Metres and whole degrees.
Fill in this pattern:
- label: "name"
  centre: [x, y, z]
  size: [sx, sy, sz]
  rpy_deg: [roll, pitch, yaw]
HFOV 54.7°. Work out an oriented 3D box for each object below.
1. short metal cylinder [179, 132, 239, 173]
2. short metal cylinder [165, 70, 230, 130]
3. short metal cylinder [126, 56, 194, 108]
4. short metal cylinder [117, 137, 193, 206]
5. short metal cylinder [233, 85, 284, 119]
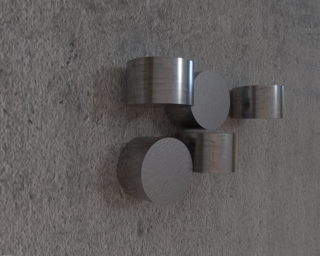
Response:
- label: "short metal cylinder"
  centre: [0.066, 0.031, 0.424]
  size: [0.081, 0.080, 0.050]
  rpy_deg: [1, 90, -40]
- label: "short metal cylinder"
  centre: [0.052, -0.037, 0.432]
  size: [0.081, 0.050, 0.080]
  rpy_deg: [0, 90, -40]
- label: "short metal cylinder"
  centre: [0.000, -0.051, 0.369]
  size: [0.081, 0.080, 0.050]
  rpy_deg: [1, 90, -40]
- label: "short metal cylinder"
  centre: [-0.006, 0.051, 0.384]
  size: [0.081, 0.050, 0.080]
  rpy_deg: [0, 90, -40]
- label: "short metal cylinder"
  centre: [0.158, -0.040, 0.501]
  size: [0.081, 0.080, 0.050]
  rpy_deg: [-1, 91, -40]
